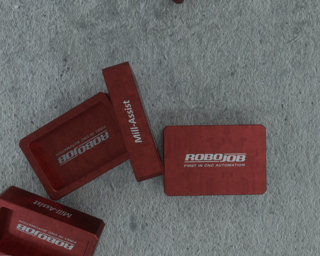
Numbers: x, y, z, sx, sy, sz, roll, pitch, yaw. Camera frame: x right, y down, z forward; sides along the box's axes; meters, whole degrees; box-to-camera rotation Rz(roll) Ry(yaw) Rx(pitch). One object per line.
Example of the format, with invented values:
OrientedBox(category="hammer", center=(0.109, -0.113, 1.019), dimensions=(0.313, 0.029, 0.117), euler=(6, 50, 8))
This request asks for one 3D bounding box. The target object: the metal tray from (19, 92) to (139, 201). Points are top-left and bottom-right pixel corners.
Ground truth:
OrientedBox(category="metal tray", center=(-0.101, 0.023, 0.400), dimensions=(0.130, 0.030, 0.090), euler=(-30, 90, 5))

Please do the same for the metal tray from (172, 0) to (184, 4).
OrientedBox(category="metal tray", center=(0.002, -0.240, 0.407), dimensions=(0.130, 0.030, 0.090), euler=(37, 90, 0))

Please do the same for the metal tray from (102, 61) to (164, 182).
OrientedBox(category="metal tray", center=(-0.030, -0.007, 0.377), dimensions=(0.030, 0.090, 0.129), euler=(-17, 90, 0))

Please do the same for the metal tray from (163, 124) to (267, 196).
OrientedBox(category="metal tray", center=(0.070, 0.041, 0.407), dimensions=(0.131, 0.030, 0.089), euler=(-1, 90, -1))

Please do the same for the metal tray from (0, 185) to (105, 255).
OrientedBox(category="metal tray", center=(-0.145, 0.137, 0.391), dimensions=(0.131, 0.030, 0.089), euler=(21, 111, 0))
